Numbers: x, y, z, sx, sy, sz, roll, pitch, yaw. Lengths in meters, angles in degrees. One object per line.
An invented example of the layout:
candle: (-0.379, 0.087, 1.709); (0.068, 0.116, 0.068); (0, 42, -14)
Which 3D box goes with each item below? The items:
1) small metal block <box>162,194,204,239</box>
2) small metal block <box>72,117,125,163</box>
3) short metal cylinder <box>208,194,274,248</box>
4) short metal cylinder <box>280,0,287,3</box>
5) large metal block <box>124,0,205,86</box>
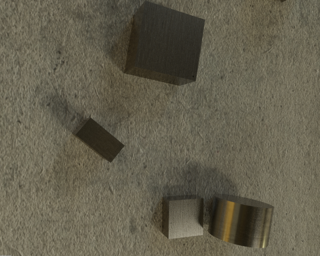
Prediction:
small metal block: (0.031, 0.120, 0.422); (0.050, 0.025, 0.050); (1, 90, -21)
small metal block: (-0.075, 0.014, 0.369); (0.050, 0.050, 0.025); (42, 77, -16)
short metal cylinder: (0.110, 0.124, 0.422); (0.081, 0.080, 0.050); (11, 86, -20)
short metal cylinder: (0.208, -0.231, 0.458); (0.080, 0.080, 0.050); (-34, 102, -17)
large metal block: (0.005, -0.104, 0.398); (0.081, 0.050, 0.080); (10, 87, -20)
